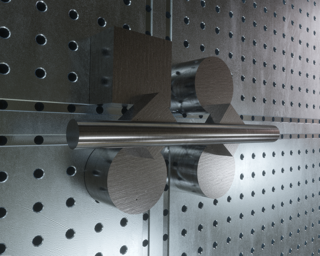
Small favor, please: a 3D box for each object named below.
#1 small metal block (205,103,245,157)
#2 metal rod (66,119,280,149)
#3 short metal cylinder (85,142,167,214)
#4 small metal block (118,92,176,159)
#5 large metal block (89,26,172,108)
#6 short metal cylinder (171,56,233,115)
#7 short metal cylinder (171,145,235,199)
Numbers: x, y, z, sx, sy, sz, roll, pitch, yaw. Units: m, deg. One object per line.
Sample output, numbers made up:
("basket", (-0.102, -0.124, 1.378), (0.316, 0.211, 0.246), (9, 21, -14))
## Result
("small metal block", (0.086, 0.003, 0.417), (0.050, 0.025, 0.050), (48, 62, -29))
("metal rod", (0.045, 0.007, 0.348), (0.302, 0.025, 0.025), (1, 90, -40))
("short metal cylinder", (-0.039, 0.054, 0.359), (0.081, 0.050, 0.080), (0, 90, -40))
("small metal block", (-0.011, -0.003, 0.335), (0.050, 0.025, 0.050), (-48, 118, -29))
("large metal block", (-0.033, -0.065, 0.364), (0.081, 0.050, 0.080), (2, 89, -40))
("short metal cylinder", (0.060, -0.058, 0.443), (0.081, 0.050, 0.080), (0, 90, -40))
("short metal cylinder", (0.063, 0.057, 0.446), (0.081, 0.050, 0.080), (0, 90, -40))
